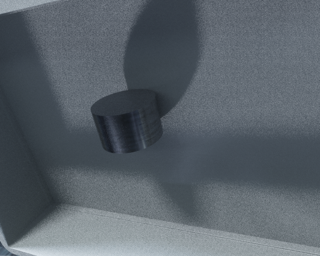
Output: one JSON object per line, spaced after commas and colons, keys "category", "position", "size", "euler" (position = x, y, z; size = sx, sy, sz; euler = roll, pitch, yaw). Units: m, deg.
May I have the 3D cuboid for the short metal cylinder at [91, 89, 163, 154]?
{"category": "short metal cylinder", "position": [-0.040, -0.011, 0.388], "size": [0.080, 0.080, 0.050], "euler": [3, 120, 27]}
